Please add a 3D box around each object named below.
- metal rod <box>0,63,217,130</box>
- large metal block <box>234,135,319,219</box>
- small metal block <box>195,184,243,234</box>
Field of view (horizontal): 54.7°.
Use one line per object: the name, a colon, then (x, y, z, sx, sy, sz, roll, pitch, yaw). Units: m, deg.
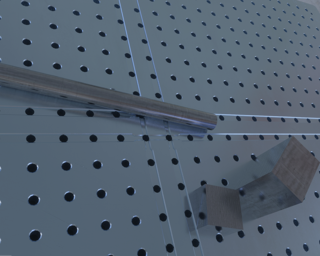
metal rod: (-0.059, -0.036, 0.399, 0.302, 0.025, 0.025, 11, 57, -22)
large metal block: (0.155, 0.067, 0.418, 0.050, 0.080, 0.080, 46, 51, 3)
small metal block: (0.073, 0.102, 0.387, 0.050, 0.025, 0.050, 15, 56, -21)
